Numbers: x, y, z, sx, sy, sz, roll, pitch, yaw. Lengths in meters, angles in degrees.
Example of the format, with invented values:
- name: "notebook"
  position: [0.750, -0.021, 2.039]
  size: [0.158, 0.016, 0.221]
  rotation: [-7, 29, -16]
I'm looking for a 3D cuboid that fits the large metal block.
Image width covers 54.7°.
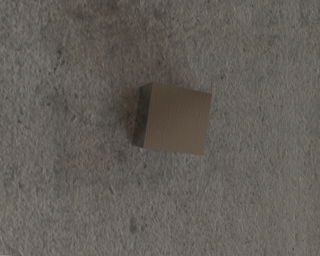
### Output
- name: "large metal block"
  position: [0.015, -0.010, 0.402]
  size: [0.081, 0.050, 0.080]
  rotation: [9, 87, -20]
